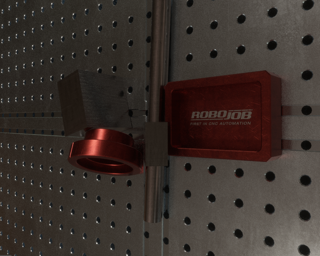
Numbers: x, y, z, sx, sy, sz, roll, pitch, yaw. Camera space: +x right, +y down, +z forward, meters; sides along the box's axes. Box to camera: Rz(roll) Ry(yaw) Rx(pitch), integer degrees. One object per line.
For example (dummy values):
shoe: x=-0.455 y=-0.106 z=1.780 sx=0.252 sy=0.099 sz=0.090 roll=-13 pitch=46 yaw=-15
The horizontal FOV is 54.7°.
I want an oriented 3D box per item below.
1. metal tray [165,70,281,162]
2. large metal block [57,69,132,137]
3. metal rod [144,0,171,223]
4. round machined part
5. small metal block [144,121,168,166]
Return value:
metal tray: x=0.066 y=-0.011 z=0.350 sx=0.130 sy=0.030 sz=0.089 roll=0 pitch=90 yaw=39
large metal block: x=-0.093 y=-0.033 z=0.448 sx=0.050 sy=0.081 sz=0.080 roll=-19 pitch=78 yaw=38
metal rod: x=-0.003 y=-0.026 z=0.410 sx=0.025 sy=0.025 sz=0.298 roll=4 pitch=93 yaw=39
round machined part: x=-0.072 y=0.032 z=0.424 sx=0.098 sy=0.098 sz=0.042 roll=-13 pitch=61 yaw=39
small metal block: x=-0.006 y=0.017 z=0.373 sx=0.025 sy=0.050 sz=0.050 roll=0 pitch=92 yaw=-5
